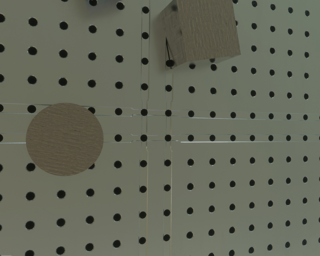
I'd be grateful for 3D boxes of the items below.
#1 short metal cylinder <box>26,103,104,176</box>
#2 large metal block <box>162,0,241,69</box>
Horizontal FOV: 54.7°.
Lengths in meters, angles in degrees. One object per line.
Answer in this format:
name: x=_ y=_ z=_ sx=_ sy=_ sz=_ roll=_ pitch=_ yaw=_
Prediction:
short metal cylinder: x=-0.110 y=0.012 z=0.359 sx=0.081 sy=0.050 sz=0.079 roll=0 pitch=90 yaw=-20
large metal block: x=0.055 y=-0.129 z=0.419 sx=0.081 sy=0.050 sz=0.080 roll=-12 pitch=94 yaw=-20
